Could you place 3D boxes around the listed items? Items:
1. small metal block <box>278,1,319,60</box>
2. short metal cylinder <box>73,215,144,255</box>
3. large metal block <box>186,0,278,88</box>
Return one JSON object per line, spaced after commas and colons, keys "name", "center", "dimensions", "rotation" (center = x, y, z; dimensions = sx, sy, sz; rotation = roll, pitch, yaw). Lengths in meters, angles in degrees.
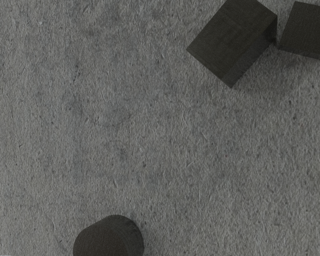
{"name": "small metal block", "center": [0.168, -0.109, 0.350], "dimensions": [0.050, 0.025, 0.050], "rotation": [21, 97, 18]}
{"name": "short metal cylinder", "center": [-0.068, 0.164, 0.419], "dimensions": [0.080, 0.050, 0.079], "rotation": [0, 90, 19]}
{"name": "large metal block", "center": [0.084, -0.096, 0.350], "dimensions": [0.050, 0.080, 0.080], "rotation": [44, 104, 14]}
